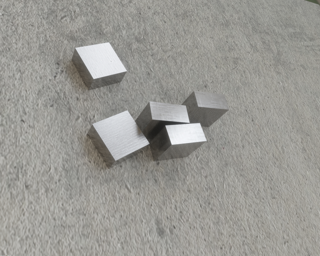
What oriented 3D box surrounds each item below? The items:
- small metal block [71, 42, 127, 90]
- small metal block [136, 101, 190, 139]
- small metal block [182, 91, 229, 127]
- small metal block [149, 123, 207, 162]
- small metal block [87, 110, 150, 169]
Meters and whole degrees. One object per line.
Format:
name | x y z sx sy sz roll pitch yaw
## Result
small metal block | -0.081 -0.083 0.410 0.050 0.025 0.050 -22 74 -36
small metal block | 0.001 -0.007 0.393 0.050 0.050 0.025 4 60 -26
small metal block | 0.059 -0.026 0.435 0.050 0.050 0.025 3 61 -27
small metal block | 0.021 0.018 0.388 0.050 0.050 0.025 -4 64 -30
small metal block | -0.050 0.013 0.369 0.050 0.025 0.050 -26 76 -37
